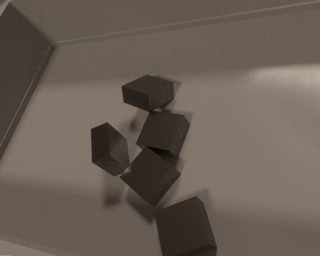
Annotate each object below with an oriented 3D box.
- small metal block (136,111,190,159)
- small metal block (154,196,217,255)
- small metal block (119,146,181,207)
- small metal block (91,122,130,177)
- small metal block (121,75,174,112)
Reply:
[{"bbox_3d":[0.004,0.008,0.398,0.050,0.025,0.050,9,66,31],"label":"small metal block"},{"bbox_3d":[0.026,0.107,0.326,0.050,0.025,0.050,-24,53,13],"label":"small metal block"},{"bbox_3d":[-0.012,0.058,0.375,0.050,0.025,0.050,34,80,38],"label":"small metal block"},{"bbox_3d":[-0.064,0.029,0.404,0.025,0.050,0.050,-22,54,15],"label":"small metal block"},{"bbox_3d":[-0.016,-0.049,0.428,0.050,0.025,0.050,22,40,36],"label":"small metal block"}]
